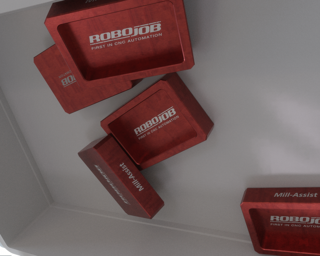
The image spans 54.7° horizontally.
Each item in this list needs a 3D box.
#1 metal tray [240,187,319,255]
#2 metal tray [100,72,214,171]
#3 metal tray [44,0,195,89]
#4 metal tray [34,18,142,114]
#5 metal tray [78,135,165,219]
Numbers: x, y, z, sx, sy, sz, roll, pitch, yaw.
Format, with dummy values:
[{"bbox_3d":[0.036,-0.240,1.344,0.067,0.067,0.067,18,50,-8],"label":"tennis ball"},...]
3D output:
[{"bbox_3d":[0.176,0.119,0.385,0.130,0.030,0.090,-8,115,31],"label":"metal tray"},{"bbox_3d":[-0.007,-0.004,0.406,0.130,0.030,0.090,-30,102,37],"label":"metal tray"},{"bbox_3d":[-0.036,-0.093,0.318,0.131,0.030,0.090,-9,138,9],"label":"metal tray"},{"bbox_3d":[-0.097,-0.078,0.408,0.130,0.030,0.090,-17,110,34],"label":"metal tray"},{"bbox_3d":[-0.060,0.075,0.462,0.130,0.030,0.090,53,151,-10],"label":"metal tray"}]
